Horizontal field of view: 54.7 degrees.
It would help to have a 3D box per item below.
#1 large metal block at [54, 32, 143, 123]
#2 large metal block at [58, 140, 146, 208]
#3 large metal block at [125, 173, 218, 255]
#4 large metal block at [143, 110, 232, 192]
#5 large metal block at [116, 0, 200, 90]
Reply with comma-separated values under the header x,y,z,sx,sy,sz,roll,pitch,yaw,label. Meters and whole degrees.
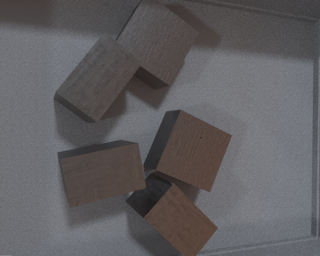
x,y,z,sx,sy,sz,roll,pitch,yaw,label
-0.074,-0.053,0.354,0.050,0.080,0.080,38,78,-16,large metal block
-0.070,0.047,0.356,0.081,0.080,0.050,-11,94,-20,large metal block
0.012,0.107,0.387,0.050,0.080,0.080,-47,105,-14,large metal block
0.036,0.030,0.412,0.080,0.050,0.080,25,82,-19,large metal block
-0.011,-0.106,0.394,0.080,0.050,0.080,32,79,-18,large metal block
